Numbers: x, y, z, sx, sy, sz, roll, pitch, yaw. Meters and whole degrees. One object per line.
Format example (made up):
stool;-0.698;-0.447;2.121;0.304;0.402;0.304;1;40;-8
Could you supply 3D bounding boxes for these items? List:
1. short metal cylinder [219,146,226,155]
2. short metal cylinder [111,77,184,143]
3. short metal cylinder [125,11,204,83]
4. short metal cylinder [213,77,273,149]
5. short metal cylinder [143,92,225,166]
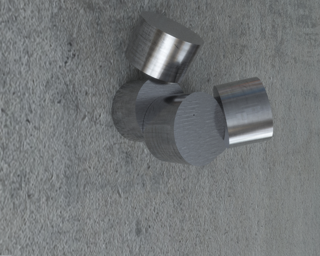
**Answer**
short metal cylinder;0.057;-0.001;0.440;0.081;0.050;0.079;0;90;-40
short metal cylinder;-0.012;-0.021;0.381;0.081;0.050;0.079;0;90;-40
short metal cylinder;0.005;-0.096;0.368;0.081;0.080;0.050;0;129;-40
short metal cylinder;0.100;-0.019;0.382;0.050;0.080;0.079;-12;101;4
short metal cylinder;0.028;0.001;0.350;0.081;0.050;0.079;0;90;-40
